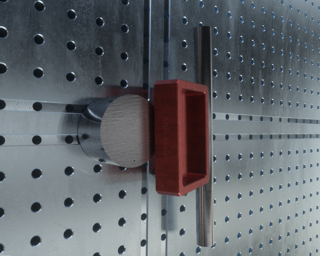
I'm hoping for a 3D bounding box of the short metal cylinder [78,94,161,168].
[{"bbox_3d":[-0.045,0.003,0.355,0.081,0.050,0.079,0,90,-40],"label":"short metal cylinder"}]

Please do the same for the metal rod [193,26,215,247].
[{"bbox_3d":[0.061,0.012,0.430,0.025,0.025,0.298,-2,91,-40],"label":"metal rod"}]

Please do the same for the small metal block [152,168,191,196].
[{"bbox_3d":[0.025,0.059,0.431,0.050,0.025,0.050,47,62,-30],"label":"small metal block"}]

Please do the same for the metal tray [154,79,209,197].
[{"bbox_3d":[0.029,0.010,0.381,0.090,0.030,0.129,-3,92,-60],"label":"metal tray"}]

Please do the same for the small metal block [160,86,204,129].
[{"bbox_3d":[0.032,-0.029,0.438,0.050,0.025,0.050,-19,103,-39],"label":"small metal block"}]
